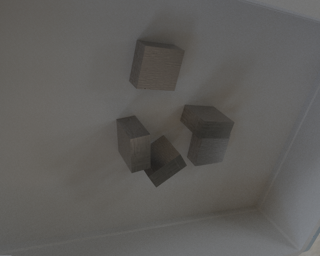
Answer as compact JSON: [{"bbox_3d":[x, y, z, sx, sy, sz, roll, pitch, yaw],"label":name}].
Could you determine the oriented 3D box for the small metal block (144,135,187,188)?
[{"bbox_3d":[0.000,0.044,0.422,0.050,0.050,0.025,-35,129,-6],"label":"small metal block"}]

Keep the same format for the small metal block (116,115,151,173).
[{"bbox_3d":[-0.033,0.019,0.388,0.025,0.050,0.050,-13,124,-22],"label":"small metal block"}]

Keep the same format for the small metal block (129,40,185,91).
[{"bbox_3d":[-0.004,-0.072,0.363,0.050,0.025,0.050,-1,119,-29],"label":"small metal block"}]

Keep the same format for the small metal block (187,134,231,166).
[{"bbox_3d":[0.073,0.027,0.468,0.050,0.025,0.050,-5,121,-27],"label":"small metal block"}]

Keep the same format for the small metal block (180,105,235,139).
[{"bbox_3d":[0.064,-0.009,0.424,0.050,0.050,0.025,1,118,-30],"label":"small metal block"}]
